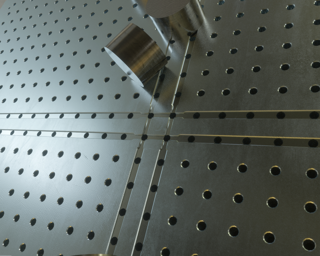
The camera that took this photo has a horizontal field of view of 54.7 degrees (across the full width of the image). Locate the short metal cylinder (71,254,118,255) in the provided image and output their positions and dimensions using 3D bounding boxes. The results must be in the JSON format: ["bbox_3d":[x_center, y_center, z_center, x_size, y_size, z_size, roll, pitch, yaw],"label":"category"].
[{"bbox_3d":[-0.077,0.163,0.313,0.080,0.080,0.050,-19,55,17],"label":"short metal cylinder"}]

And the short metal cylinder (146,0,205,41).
[{"bbox_3d":[0.025,-0.187,0.494,0.080,0.050,0.080,-13,56,21],"label":"short metal cylinder"}]

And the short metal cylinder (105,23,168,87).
[{"bbox_3d":[-0.035,-0.107,0.457,0.050,0.080,0.080,-46,51,-3],"label":"short metal cylinder"}]
